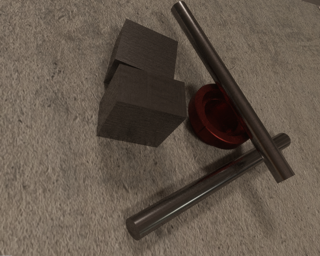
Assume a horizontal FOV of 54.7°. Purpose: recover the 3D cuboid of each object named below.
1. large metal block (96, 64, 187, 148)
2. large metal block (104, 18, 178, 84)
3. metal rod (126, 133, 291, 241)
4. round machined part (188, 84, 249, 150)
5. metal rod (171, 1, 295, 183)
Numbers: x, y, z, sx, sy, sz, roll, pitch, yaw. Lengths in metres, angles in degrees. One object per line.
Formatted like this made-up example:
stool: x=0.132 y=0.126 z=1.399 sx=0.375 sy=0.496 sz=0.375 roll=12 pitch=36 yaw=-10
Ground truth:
large metal block: x=-0.024 y=-0.022 z=0.371 sx=0.081 sy=0.080 sz=0.050 roll=12 pitch=57 yaw=-22
large metal block: x=-0.025 y=-0.093 z=0.433 sx=0.081 sy=0.050 sz=0.080 roll=20 pitch=54 yaw=-17
metal rod: x=0.086 y=0.063 z=0.413 sx=0.302 sy=0.025 sz=0.025 roll=-21 pitch=73 yaw=-36
round machined part: x=0.083 y=-0.012 z=0.447 sx=0.099 sy=0.042 sz=0.098 roll=14 pitch=56 yaw=-21
metal rod: x=0.095 y=-0.061 z=0.440 sx=0.025 sy=0.025 sz=0.299 roll=-16 pitch=70 yaw=-35
